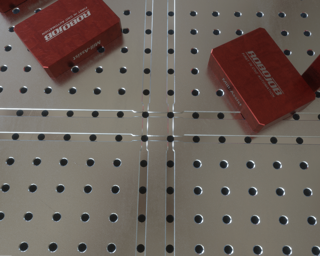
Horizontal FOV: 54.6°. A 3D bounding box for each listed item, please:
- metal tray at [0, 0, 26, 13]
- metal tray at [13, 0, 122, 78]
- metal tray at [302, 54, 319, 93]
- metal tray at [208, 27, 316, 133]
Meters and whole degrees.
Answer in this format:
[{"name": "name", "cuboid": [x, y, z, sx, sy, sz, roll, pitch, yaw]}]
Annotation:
[{"name": "metal tray", "cuboid": [-0.227, -0.254, 0.500, 0.130, 0.030, 0.090, -36, 74, -12]}, {"name": "metal tray", "cuboid": [-0.134, -0.146, 0.462, 0.130, 0.030, 0.090, -37, 74, -13]}, {"name": "metal tray", "cuboid": [0.261, -0.111, 0.419, 0.130, 0.090, 0.030, -36, 74, -12]}, {"name": "metal tray", "cuboid": [0.139, -0.070, 0.435, 0.090, 0.030, 0.130, -26, 72, -9]}]
